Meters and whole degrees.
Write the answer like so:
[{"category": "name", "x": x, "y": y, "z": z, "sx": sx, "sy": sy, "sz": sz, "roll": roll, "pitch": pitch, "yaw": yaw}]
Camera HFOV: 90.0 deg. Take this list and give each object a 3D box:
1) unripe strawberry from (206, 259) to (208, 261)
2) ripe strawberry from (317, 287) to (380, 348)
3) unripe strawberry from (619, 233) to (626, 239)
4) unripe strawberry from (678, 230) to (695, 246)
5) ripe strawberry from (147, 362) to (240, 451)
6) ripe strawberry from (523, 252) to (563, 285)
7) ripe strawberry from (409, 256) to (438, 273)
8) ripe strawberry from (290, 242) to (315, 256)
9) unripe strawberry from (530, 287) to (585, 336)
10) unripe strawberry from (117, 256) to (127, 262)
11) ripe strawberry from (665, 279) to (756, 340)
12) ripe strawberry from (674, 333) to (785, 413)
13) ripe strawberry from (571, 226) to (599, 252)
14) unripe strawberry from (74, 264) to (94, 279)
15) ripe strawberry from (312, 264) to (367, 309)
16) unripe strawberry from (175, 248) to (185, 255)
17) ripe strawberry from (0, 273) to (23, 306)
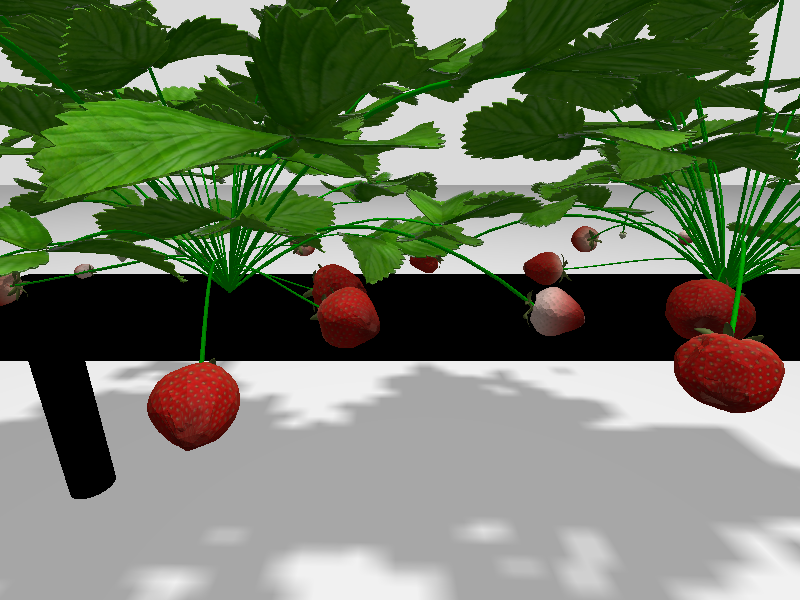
[{"category": "unripe strawberry", "x": -0.233, "y": -0.049, "z": 0.477, "sx": 0.010, "sy": 0.011, "sz": 0.011, "roll": -11, "pitch": -20, "yaw": -31}, {"category": "ripe strawberry", "x": -0.030, "y": 0.012, "z": 0.247, "sx": 0.040, "sy": 0.039, "sz": 0.037, "roll": 17, "pitch": 24, "yaw": 41}, {"category": "unripe strawberry", "x": 0.325, "y": -0.094, "z": 0.585, "sx": 0.009, "sy": 0.010, "sz": 0.010, "roll": 2, "pitch": 18, "yaw": 7}, {"category": "unripe strawberry", "x": 0.414, "y": -0.090, "z": 0.579, "sx": 0.022, "sy": 0.022, "sz": 0.019, "roll": 9, "pitch": 20, "yaw": 26}, {"category": "ripe strawberry", "x": -0.080, "y": 0.043, "z": 0.157, "sx": 0.033, "sy": 0.034, "sz": 0.036, "roll": -6, "pitch": 19, "yaw": -18}, {"category": "ripe strawberry", "x": 0.137, "y": -0.031, "z": 0.385, "sx": 0.035, "sy": 0.030, "sz": 0.035, "roll": 2, "pitch": 18, "yaw": 9}, {"category": "ripe strawberry", "x": 0.026, "y": -0.044, "z": 0.427, "sx": 0.031, "sy": 0.031, "sz": 0.034, "roll": 1, "pitch": 17, "yaw": 15}, {"category": "ripe strawberry", "x": -0.125, "y": -0.077, "z": 0.526, "sx": 0.034, "sy": 0.036, "sz": 0.037, "roll": 3, "pitch": 18, "yaw": 9}, {"category": "unripe strawberry", "x": 0.105, "y": 0.009, "z": 0.266, "sx": 0.034, "sy": 0.033, "sz": 0.031, "roll": 12, "pitch": 21, "yaw": 18}, {"category": "unripe strawberry", "x": -0.302, "y": -0.046, "z": 0.436, "sx": 0.010, "sy": 0.010, "sz": 0.009, "roll": 9, "pitch": 20, "yaw": 27}, {"category": "ripe strawberry", "x": 0.191, "y": 0.008, "z": 0.249, "sx": 0.046, "sy": 0.039, "sz": 0.046, "roll": 15, "pitch": 24, "yaw": 39}, {"category": "ripe strawberry", "x": 0.145, "y": 0.034, "z": 0.180, "sx": 0.039, "sy": 0.035, "sz": 0.035, "roll": 14, "pitch": 40, "yaw": 36}, {"category": "ripe strawberry", "x": 0.250, "y": -0.083, "z": 0.548, "sx": 0.034, "sy": 0.036, "sz": 0.037, "roll": -4, "pitch": 9, "yaw": -12}, {"category": "unripe strawberry", "x": -0.323, "y": -0.030, "z": 0.409, "sx": 0.017, "sy": 0.014, "sz": 0.017, "roll": 4, "pitch": 18, "yaw": 15}, {"category": "ripe strawberry", "x": -0.044, "y": -0.005, "z": 0.291, "sx": 0.039, "sy": 0.041, "sz": 0.036, "roll": 12, "pitch": 21, "yaw": 30}, {"category": "unripe strawberry", "x": -0.267, "y": -0.058, "z": 0.486, "sx": 0.011, "sy": 0.011, "sz": 0.011, "roll": -15, "pitch": 23, "yaw": -38}, {"category": "ripe strawberry", "x": -0.334, "y": -0.011, "z": 0.328, "sx": 0.034, "sy": 0.033, "sz": 0.031, "roll": -4, "pitch": 18, "yaw": -10}]
